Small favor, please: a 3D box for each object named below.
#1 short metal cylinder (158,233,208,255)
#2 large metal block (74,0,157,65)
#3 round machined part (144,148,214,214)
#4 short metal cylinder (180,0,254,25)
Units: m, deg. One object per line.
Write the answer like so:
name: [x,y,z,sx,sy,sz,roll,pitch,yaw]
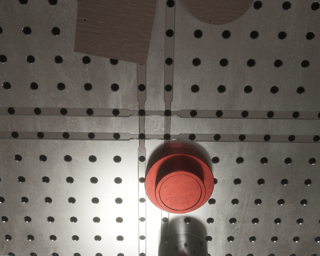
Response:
short metal cylinder: [0.037,0.212,0.479,0.081,0.050,0.079,0,110,0]
large metal block: [-0.048,-0.123,0.354,0.081,0.050,0.079,10,110,-4]
round machined part: [0.027,0.080,0.434,0.099,0.042,0.097,0,110,-1]
short metal cylinder: [0.062,-0.157,0.343,0.081,0.050,0.079,0,110,-1]
